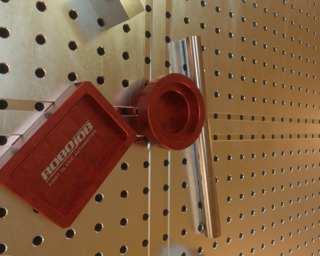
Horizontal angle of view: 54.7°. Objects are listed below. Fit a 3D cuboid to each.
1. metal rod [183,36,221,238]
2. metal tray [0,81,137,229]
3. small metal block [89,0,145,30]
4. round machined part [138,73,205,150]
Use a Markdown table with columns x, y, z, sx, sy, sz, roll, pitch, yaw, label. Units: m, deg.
| x | y | z | sx | sy | sz | roll | pitch | yaw | label |
| --- | --- | --- | --- | --- | --- | --- | --- | --- | --- |
| 0.064 | 0.017 | 0.462 | 0.025 | 0.025 | 0.298 | -12 | 98 | -39 | metal rod |
| -0.094 | 0.025 | 0.327 | 0.090 | 0.030 | 0.130 | 50 | 60 | -28 | metal tray |
| -0.052 | -0.144 | 0.349 | 0.025 | 0.050 | 0.050 | -44 | 117 | -31 | small metal block |
| 0.010 | -0.021 | 0.407 | 0.099 | 0.042 | 0.097 | 0 | 90 | -40 | round machined part |
